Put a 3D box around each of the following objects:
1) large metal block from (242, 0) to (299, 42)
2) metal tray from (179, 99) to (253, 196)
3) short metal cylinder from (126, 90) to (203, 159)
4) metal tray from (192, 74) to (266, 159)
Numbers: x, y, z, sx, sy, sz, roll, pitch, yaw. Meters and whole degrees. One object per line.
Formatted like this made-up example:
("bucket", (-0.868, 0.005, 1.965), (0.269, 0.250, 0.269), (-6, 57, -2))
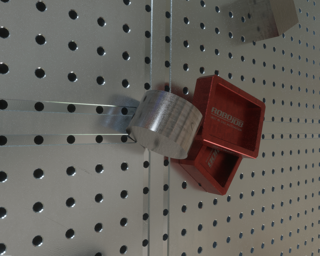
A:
("large metal block", (0.201, -0.212, 0.561), (0.080, 0.050, 0.080), (-37, 113, -34))
("metal tray", (0.093, 0.027, 0.483), (0.090, 0.030, 0.130), (47, 62, -30))
("short metal cylinder", (0.006, -0.003, 0.378), (0.080, 0.080, 0.050), (39, 67, -33))
("metal tray", (0.100, -0.012, 0.449), (0.131, 0.030, 0.090), (20, 78, -38))
